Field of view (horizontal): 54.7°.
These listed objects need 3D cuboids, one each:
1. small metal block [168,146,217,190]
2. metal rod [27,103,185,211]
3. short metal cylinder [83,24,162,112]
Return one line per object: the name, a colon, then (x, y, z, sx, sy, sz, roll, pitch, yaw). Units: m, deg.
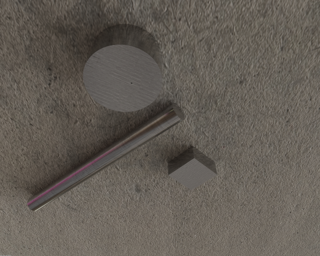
small metal block: (0.048, 0.060, 0.459, 0.050, 0.025, 0.050, 37, 121, -27)
metal rod: (-0.092, 0.052, 0.450, 0.299, 0.025, 0.025, -32, 123, 24)
short metal cylinder: (-0.038, -0.064, 0.336, 0.081, 0.050, 0.079, 0, 130, 0)
